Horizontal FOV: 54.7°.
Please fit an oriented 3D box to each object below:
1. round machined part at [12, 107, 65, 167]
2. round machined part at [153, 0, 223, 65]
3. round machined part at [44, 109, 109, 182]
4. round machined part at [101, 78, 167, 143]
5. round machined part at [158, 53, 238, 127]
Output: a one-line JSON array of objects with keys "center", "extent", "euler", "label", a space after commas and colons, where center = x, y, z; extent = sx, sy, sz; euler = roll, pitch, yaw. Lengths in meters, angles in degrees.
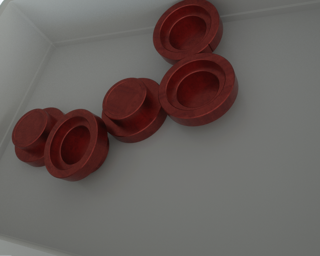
[{"center": [-0.191, 0.008, 0.487], "extent": [0.098, 0.042, 0.098], "euler": [-13, 56, 20], "label": "round machined part"}, {"center": [0.043, -0.131, 0.445], "extent": [0.098, 0.042, 0.098], "euler": [-9, 68, 24], "label": "round machined part"}, {"center": [-0.110, 0.026, 0.428], "extent": [0.098, 0.042, 0.098], "euler": [-14, 62, 28], "label": "round machined part"}, {"center": [-0.041, -0.031, 0.434], "extent": [0.098, 0.042, 0.098], "euler": [-13, 56, 20], "label": "round machined part"}, {"center": [0.051, -0.044, 0.394], "extent": [0.098, 0.042, 0.098], "euler": [-13, 56, 20], "label": "round machined part"}]
